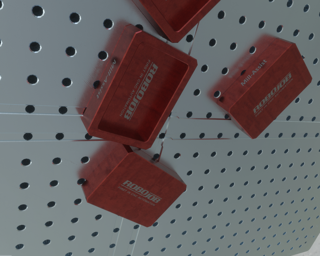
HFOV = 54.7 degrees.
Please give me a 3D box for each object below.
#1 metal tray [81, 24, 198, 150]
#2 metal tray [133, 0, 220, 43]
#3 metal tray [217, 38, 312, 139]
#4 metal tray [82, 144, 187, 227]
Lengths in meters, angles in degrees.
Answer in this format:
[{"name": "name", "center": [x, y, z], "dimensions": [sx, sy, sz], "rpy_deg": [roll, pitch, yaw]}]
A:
[{"name": "metal tray", "center": [-0.024, -0.043, 0.369], "dimensions": [0.091, 0.030, 0.129], "rpy_deg": [18, 109, -36]}, {"name": "metal tray", "center": [0.031, -0.166, 0.323], "dimensions": [0.130, 0.030, 0.090], "rpy_deg": [-45, 130, 3]}, {"name": "metal tray", "center": [0.158, -0.056, 0.463], "dimensions": [0.130, 0.030, 0.090], "rpy_deg": [-47, 130, 4]}, {"name": "metal tray", "center": [-0.033, 0.085, 0.444], "dimensions": [0.090, 0.030, 0.130], "rpy_deg": [-48, 129, 5]}]
